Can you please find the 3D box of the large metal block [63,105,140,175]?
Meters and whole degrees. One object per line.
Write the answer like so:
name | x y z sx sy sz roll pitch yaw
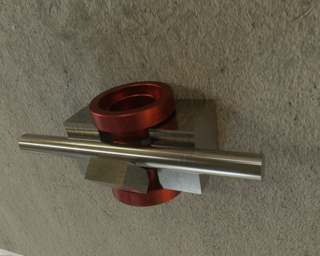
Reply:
large metal block | -0.073 0.010 0.418 0.050 0.080 0.079 4 120 26

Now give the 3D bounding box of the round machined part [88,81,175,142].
round machined part | -0.030 -0.018 0.366 0.098 0.098 0.042 4 121 26

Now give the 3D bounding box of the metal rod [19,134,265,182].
metal rod | -0.042 0.028 0.344 0.301 0.025 0.025 3 120 26

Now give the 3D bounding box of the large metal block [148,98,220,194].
large metal block | 0.034 0.018 0.366 0.050 0.080 0.079 4 120 26

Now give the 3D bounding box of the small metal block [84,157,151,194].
small metal block | -0.046 0.053 0.344 0.050 0.025 0.050 3 160 29

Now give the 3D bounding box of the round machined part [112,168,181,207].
round machined part | -0.017 0.055 0.404 0.098 0.098 0.042 5 115 26
